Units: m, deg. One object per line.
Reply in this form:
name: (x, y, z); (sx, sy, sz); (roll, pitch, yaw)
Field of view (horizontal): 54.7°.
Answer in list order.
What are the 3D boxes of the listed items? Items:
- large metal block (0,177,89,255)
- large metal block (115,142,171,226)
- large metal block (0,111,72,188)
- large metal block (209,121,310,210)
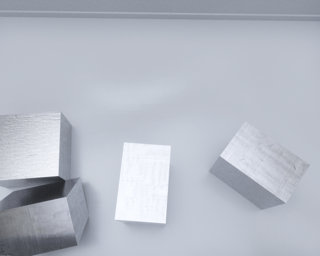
large metal block: (-0.128, 0.096, 0.337); (0.081, 0.080, 0.050); (-11, 95, -4)
large metal block: (-0.016, 0.068, 0.355); (0.050, 0.080, 0.080); (4, 70, 1)
large metal block: (-0.158, 0.028, 0.385); (0.081, 0.050, 0.080); (-4, 70, -2)
large metal block: (0.111, 0.048, 0.364); (0.080, 0.080, 0.050); (36, 74, 12)
